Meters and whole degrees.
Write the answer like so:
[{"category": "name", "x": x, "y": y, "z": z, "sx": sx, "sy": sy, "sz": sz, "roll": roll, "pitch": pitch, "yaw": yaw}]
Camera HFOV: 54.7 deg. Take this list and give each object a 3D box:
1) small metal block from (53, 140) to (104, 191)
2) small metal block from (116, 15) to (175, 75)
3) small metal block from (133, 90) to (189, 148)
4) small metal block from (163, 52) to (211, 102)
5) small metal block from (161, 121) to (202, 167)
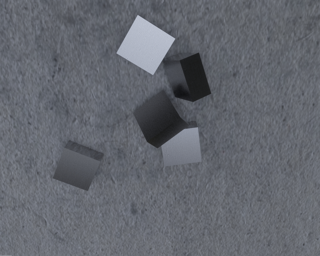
[{"category": "small metal block", "x": -0.112, "y": 0.052, "z": 0.427, "sx": 0.050, "sy": 0.025, "sz": 0.050, "roll": 23, "pitch": 108, "yaw": -9}, {"category": "small metal block", "x": -0.017, "y": -0.100, "z": 0.373, "sx": 0.050, "sy": 0.025, "sz": 0.050, "roll": 30, "pitch": 107, "yaw": -11}, {"category": "small metal block", "x": 0.001, "y": -0.011, "z": 0.390, "sx": 0.050, "sy": 0.050, "sz": 0.025, "roll": -37, "pitch": 144, "yaw": 12}, {"category": "small metal block", "x": 0.031, "y": -0.062, "z": 0.371, "sx": 0.025, "sy": 0.050, "sz": 0.050, "roll": -26, "pitch": 110, "yaw": -15}, {"category": "small metal block", "x": 0.027, "y": 0.021, "z": 0.418, "sx": 0.050, "sy": 0.025, "sz": 0.050, "roll": -8, "pitch": 110, "yaw": 2}]
